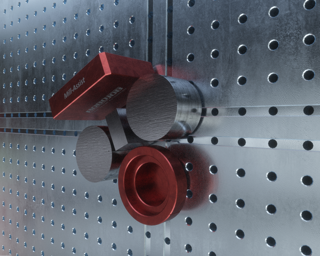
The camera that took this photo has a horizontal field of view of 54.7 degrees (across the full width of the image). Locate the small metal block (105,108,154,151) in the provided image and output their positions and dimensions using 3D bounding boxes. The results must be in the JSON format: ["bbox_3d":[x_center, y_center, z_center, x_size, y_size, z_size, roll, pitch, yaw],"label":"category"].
[{"bbox_3d":[-0.041,0.002,0.421,0.025,0.050,0.050,-32,71,36],"label":"small metal block"}]

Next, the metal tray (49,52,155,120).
[{"bbox_3d":[-0.080,-0.051,0.427,0.130,0.091,0.030,-30,72,36],"label":"metal tray"}]

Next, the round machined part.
[{"bbox_3d":[-0.005,0.071,0.397,0.098,0.042,0.097,0,90,40],"label":"round machined part"}]

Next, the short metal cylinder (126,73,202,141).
[{"bbox_3d":[0.004,-0.025,0.385,0.080,0.050,0.079,0,90,40],"label":"short metal cylinder"}]

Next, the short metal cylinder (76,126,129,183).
[{"bbox_3d":[-0.078,0.036,0.452,0.080,0.050,0.079,0,90,40],"label":"short metal cylinder"}]
